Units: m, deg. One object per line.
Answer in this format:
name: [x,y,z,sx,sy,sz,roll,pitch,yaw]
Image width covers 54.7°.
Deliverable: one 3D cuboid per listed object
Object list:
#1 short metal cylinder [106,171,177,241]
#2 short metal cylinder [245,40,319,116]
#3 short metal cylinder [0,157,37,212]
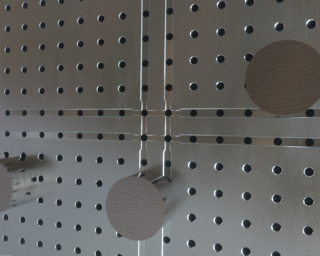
short metal cylinder: [-0.023,0.099,0.407,0.080,0.050,0.079,0,90,19]
short metal cylinder: [0.140,-0.053,0.350,0.080,0.050,0.079,0,90,19]
short metal cylinder: [-0.242,0.087,0.482,0.080,0.050,0.079,0,90,19]
